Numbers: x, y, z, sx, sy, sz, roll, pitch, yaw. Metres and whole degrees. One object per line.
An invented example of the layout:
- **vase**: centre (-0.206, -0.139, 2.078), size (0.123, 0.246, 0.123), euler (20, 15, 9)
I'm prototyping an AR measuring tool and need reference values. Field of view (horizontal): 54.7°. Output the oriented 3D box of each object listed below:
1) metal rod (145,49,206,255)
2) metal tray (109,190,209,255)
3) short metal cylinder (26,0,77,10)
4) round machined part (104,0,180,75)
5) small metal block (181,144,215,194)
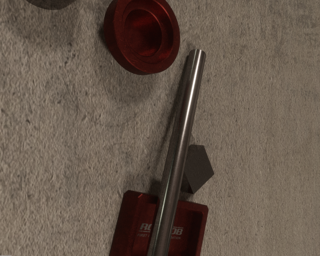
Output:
- **metal rod**: centre (0.023, 0.028, 0.398), size (0.025, 0.025, 0.299), euler (30, 63, -36)
- **metal tray**: centre (0.004, 0.137, 0.407), size (0.131, 0.030, 0.090), euler (21, 77, -38)
- **short metal cylinder**: centre (-0.104, -0.163, 0.302), size (0.081, 0.050, 0.079), euler (0, 90, -40)
- **round machined part**: centre (-0.025, -0.112, 0.374), size (0.099, 0.042, 0.097), euler (0, 90, -40)
- **small metal block**: centre (0.047, 0.058, 0.446), size (0.050, 0.025, 0.050), euler (-36, 112, -34)
